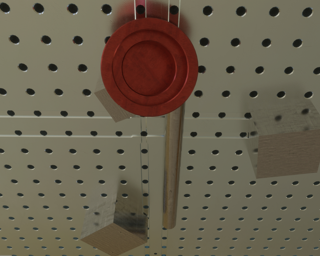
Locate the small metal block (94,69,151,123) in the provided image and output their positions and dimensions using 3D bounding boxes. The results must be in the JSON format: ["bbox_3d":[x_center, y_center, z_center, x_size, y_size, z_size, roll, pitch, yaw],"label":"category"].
[{"bbox_3d":[-0.043,-0.040,0.377,0.050,0.025,0.050,-20,128,16],"label":"small metal block"}]

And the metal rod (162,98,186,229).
[{"bbox_3d":[0.018,0.057,0.460,0.025,0.025,0.298,0,130,-1],"label":"metal rod"}]

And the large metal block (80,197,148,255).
[{"bbox_3d":[-0.078,0.176,0.544,0.080,0.050,0.080,-33,123,25],"label":"large metal block"}]

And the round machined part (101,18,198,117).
[{"bbox_3d":[-0.013,-0.062,0.328,0.099,0.042,0.097,-2,99,-11],"label":"round machined part"}]

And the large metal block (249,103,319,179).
[{"bbox_3d":[0.165,0.019,0.413,0.080,0.050,0.080,-7,130,6],"label":"large metal block"}]
